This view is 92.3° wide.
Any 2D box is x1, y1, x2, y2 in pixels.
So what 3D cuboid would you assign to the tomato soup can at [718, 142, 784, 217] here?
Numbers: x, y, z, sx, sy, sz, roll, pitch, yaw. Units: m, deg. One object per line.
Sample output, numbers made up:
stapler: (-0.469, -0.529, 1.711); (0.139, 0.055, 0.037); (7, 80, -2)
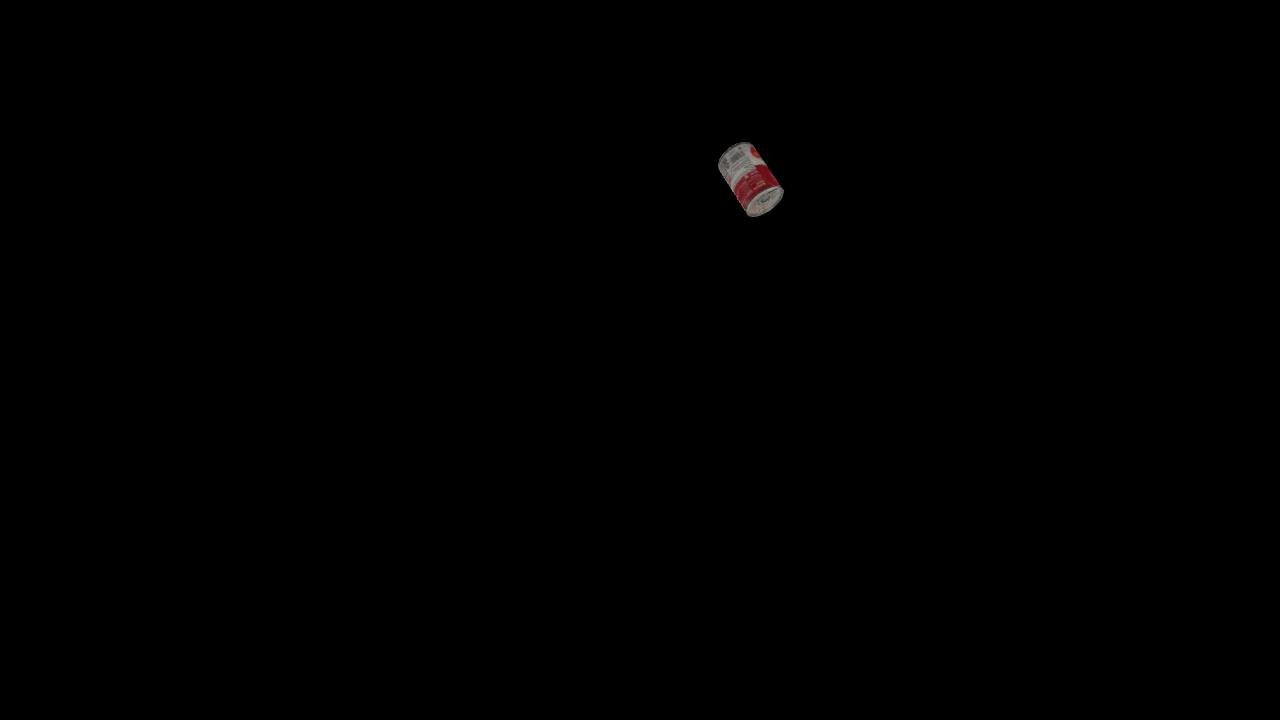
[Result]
tomato soup can: (0.176, -0.290, 0.989); (0.068, 0.101, 0.068); (-23, -22, -10)
